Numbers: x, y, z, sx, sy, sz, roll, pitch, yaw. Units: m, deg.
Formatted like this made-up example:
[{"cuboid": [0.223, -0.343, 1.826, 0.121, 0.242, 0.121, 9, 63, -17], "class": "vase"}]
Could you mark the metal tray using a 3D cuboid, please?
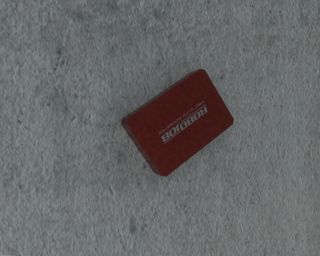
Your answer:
[{"cuboid": [0.026, -0.009, 0.417, 0.131, 0.030, 0.090, -36, 102, -17], "class": "metal tray"}]
